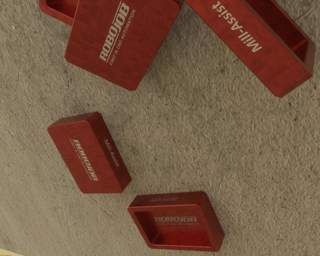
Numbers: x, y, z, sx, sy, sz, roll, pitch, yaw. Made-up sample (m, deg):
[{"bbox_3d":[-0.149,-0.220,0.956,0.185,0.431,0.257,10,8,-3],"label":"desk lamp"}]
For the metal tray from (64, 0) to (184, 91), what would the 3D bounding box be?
[{"bbox_3d":[-0.043,-0.106,0.330,0.090,0.030,0.129,24,139,-12],"label":"metal tray"}]

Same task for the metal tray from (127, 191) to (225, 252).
[{"bbox_3d":[0.023,0.146,0.481,0.130,0.030,0.090,-12,113,33],"label":"metal tray"}]

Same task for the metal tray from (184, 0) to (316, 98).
[{"bbox_3d":[0.076,-0.096,0.265,0.130,0.090,0.030,45,129,-4],"label":"metal tray"}]

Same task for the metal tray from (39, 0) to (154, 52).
[{"bbox_3d":[-0.072,-0.152,0.346,0.130,0.030,0.089,28,128,10],"label":"metal tray"}]

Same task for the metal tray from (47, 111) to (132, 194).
[{"bbox_3d":[-0.110,0.043,0.488,0.090,0.030,0.129,-8,115,32],"label":"metal tray"}]
